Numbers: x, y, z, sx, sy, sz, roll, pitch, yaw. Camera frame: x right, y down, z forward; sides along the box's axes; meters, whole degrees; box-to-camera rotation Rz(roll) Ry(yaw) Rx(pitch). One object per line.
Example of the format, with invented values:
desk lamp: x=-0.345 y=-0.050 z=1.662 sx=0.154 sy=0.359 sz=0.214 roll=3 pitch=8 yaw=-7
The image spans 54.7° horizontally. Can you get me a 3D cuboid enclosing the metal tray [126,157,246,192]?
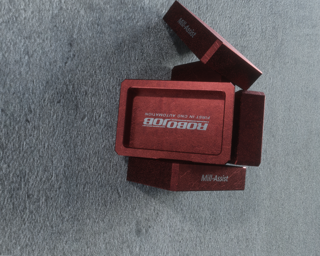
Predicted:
metal tray: x=0.035 y=0.058 z=0.395 sx=0.131 sy=0.090 sz=0.030 roll=9 pitch=85 yaw=-40

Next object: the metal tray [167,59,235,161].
metal tray: x=0.051 y=-0.021 z=0.408 sx=0.030 sy=0.090 sz=0.129 roll=10 pitch=84 yaw=-40

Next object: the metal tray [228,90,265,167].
metal tray: x=0.099 y=0.003 z=0.427 sx=0.030 sy=0.130 sz=0.089 roll=6 pitch=86 yaw=-7

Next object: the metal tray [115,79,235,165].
metal tray: x=0.017 y=-0.008 z=0.359 sx=0.030 sy=0.131 sz=0.089 roll=21 pitch=73 yaw=-76

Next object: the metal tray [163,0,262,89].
metal tray: x=0.065 y=-0.109 z=0.403 sx=0.090 sy=0.130 sz=0.030 roll=22 pitch=117 yaw=-38
